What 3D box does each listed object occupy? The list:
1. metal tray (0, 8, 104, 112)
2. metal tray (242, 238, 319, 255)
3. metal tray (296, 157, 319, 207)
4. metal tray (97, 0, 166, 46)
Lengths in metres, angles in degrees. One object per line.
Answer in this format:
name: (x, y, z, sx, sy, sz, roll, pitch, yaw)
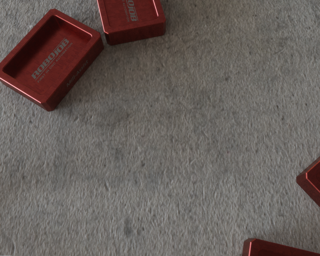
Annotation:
metal tray: (-0.154, -0.098, 0.439, 0.090, 0.030, 0.130, 31, 72, 10)
metal tray: (0.131, 0.196, 0.335, 0.090, 0.030, 0.130, 13, 70, 4)
metal tray: (0.248, 0.083, 0.378, 0.090, 0.030, 0.130, -37, 74, -13)
metal tray: (-0.050, -0.196, 0.476, 0.091, 0.030, 0.130, -13, 71, -5)
